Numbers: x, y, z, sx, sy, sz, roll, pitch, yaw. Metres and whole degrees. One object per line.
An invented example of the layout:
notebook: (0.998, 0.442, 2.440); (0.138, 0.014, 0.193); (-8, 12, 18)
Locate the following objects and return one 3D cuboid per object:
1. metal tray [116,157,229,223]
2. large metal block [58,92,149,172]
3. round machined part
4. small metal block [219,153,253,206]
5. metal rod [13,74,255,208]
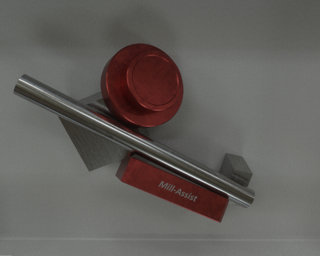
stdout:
metal tray: (0.011, 0.076, 0.400); (0.131, 0.090, 0.030); (25, 81, -10)
large metal block: (-0.067, -0.002, 0.394); (0.080, 0.050, 0.080); (-21, 109, 7)
round machined part: (-0.014, -0.050, 0.354); (0.099, 0.042, 0.097); (4, 82, -28)
small metal block: (0.099, 0.069, 0.423); (0.025, 0.050, 0.050); (14, 110, -5)
metal rod: (-0.020, 0.021, 0.362); (0.301, 0.025, 0.025); (27, 108, -10)
